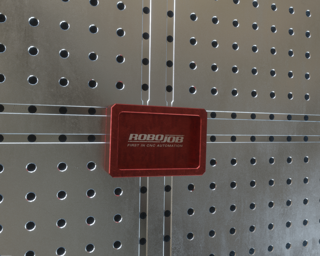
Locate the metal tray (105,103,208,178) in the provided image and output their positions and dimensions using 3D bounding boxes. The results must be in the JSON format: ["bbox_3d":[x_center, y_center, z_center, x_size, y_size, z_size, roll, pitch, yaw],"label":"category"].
[{"bbox_3d":[-0.003,0.017,0.408,0.131,0.030,0.090,2,89,-20],"label":"metal tray"}]
